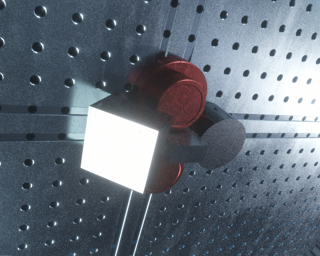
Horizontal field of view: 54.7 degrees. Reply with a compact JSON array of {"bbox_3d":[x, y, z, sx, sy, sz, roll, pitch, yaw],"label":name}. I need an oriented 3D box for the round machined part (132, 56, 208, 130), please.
[{"bbox_3d":[0.018,-0.036,0.388,0.099,0.042,0.097,-14,124,-21],"label":"round machined part"}]

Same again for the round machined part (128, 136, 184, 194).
[{"bbox_3d":[-0.006,0.052,0.429,0.099,0.042,0.097,-14,124,-21],"label":"round machined part"}]

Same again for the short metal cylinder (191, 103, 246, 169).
[{"bbox_3d":[0.073,0.011,0.440,0.081,0.050,0.079,-14,124,-21],"label":"short metal cylinder"}]

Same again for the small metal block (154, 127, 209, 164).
[{"bbox_3d":[0.025,0.020,0.392,0.050,0.050,0.025,1,118,-29],"label":"small metal block"}]

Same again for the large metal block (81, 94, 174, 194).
[{"bbox_3d":[-0.038,0.016,0.357,0.050,0.080,0.079,-46,153,-61],"label":"large metal block"}]
